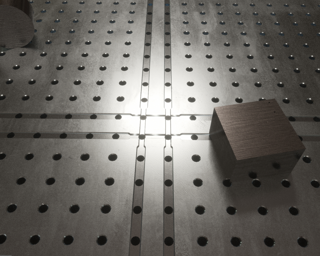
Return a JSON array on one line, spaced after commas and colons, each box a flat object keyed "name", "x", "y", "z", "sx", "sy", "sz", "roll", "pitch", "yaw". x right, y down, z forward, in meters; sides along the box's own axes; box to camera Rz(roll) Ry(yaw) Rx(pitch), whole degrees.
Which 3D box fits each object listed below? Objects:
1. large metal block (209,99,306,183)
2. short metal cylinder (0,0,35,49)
[{"name": "large metal block", "x": 0.114, "y": 0.014, "z": 0.381, "sx": 0.081, "sy": 0.050, "sz": 0.080, "roll": -9, "pitch": 51, "yaw": -8}, {"name": "short metal cylinder", "x": -0.255, "y": -0.182, "z": 0.522, "sx": 0.081, "sy": 0.080, "sz": 0.050, "roll": -11, "pitch": 51, "yaw": -10}]
